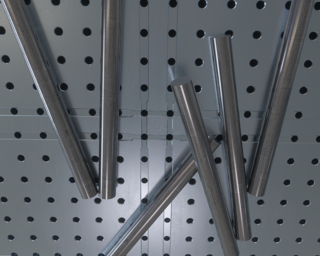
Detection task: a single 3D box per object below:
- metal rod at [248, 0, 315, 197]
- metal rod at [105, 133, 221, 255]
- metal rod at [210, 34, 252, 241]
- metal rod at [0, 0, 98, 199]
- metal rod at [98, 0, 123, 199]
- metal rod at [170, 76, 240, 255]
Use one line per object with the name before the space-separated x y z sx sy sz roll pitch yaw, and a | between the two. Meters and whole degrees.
metal rod | 0.154 -0.047 0.397 0.025 0.025 0.298 6 110 -2
metal rod | -0.014 0.127 0.459 0.025 0.025 0.299 34 106 -12
metal rod | 0.100 0.027 0.423 0.025 0.025 0.298 -10 110 4
metal rod | -0.139 -0.040 0.397 0.025 0.025 0.299 -14 110 5
metal rod | -0.064 -0.043 0.396 0.025 0.025 0.298 4 110 -2
metal rod | 0.068 0.072 0.417 0.025 0.025 0.299 -16 118 6
